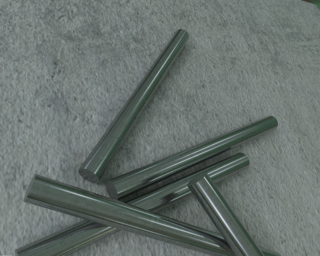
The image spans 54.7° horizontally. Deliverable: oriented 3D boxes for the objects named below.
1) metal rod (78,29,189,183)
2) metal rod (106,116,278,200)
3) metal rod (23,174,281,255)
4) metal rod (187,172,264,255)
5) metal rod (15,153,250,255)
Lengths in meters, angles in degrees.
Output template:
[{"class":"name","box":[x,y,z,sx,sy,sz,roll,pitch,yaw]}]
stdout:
[{"class":"metal rod","box":[-0.020,-0.052,0.425,0.025,0.025,0.301,34,51,-6]},{"class":"metal rod","box":[0.065,0.030,0.422,0.302,0.025,0.025,-18,72,-35]},{"class":"metal rod","box":[0.015,0.108,0.323,0.302,0.025,0.025,24,53,-23]},{"class":"metal rod","box":[0.125,0.177,0.333,0.025,0.025,0.299,-36,92,-39]},{"class":"metal rod","box":[-0.002,0.082,0.353,0.302,0.025,0.025,-16,71,-35]}]
